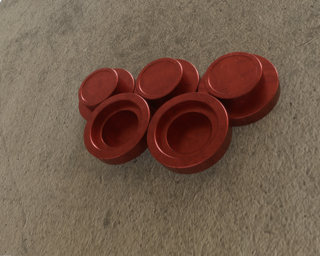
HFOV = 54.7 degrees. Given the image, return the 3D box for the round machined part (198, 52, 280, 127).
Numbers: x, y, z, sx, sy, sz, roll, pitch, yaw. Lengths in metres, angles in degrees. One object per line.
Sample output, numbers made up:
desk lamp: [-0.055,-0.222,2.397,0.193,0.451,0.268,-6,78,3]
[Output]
round machined part: [0.093,-0.054,0.378,0.098,0.042,0.098,-13,56,20]

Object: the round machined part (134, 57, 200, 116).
round machined part: [0.006,-0.057,0.425,0.098,0.042,0.098,-13,56,20]

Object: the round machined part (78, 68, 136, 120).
round machined part: [-0.083,-0.052,0.468,0.098,0.042,0.098,-13,56,20]

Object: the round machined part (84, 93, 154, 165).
round machined part: [-0.049,0.005,0.416,0.098,0.042,0.098,-13,56,20]

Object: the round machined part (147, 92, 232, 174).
round machined part: [0.037,0.010,0.368,0.098,0.042,0.098,-13,56,20]
